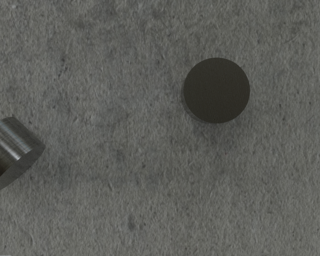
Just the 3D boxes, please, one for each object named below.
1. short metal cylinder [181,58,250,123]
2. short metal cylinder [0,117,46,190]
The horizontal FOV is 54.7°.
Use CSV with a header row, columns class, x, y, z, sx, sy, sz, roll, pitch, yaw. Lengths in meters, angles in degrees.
class,x,y,z,sx,sy,sz,roll,pitch,yaw
short metal cylinder,0.069,-0.045,0.398,0.081,0.050,0.079,0,90,-1
short metal cylinder,-0.190,0.032,0.380,0.050,0.080,0.080,44,90,-1
